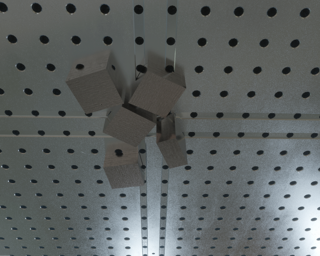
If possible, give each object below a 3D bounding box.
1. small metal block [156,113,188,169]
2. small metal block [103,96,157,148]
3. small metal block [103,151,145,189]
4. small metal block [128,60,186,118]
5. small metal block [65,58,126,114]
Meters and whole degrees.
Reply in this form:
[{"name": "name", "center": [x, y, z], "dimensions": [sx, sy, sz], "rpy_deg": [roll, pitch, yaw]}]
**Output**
[{"name": "small metal block", "center": [0.016, 0.017, 0.410], "dimensions": [0.025, 0.050, 0.050], "rpy_deg": [-16, 129, 12]}, {"name": "small metal block", "center": [-0.039, -0.008, 0.405], "dimensions": [0.050, 0.025, 0.050], "rpy_deg": [27, 125, -22]}, {"name": "small metal block", "center": [-0.053, 0.064, 0.465], "dimensions": [0.050, 0.025, 0.050], "rpy_deg": [-7, 130, 5]}, {"name": "small metal block", "center": [-0.004, -0.046, 0.373], "dimensions": [0.050, 0.025, 0.050], "rpy_deg": [22, 127, -18]}, {"name": "small metal block", "center": [-0.075, -0.049, 0.369], "dimensions": [0.050, 0.025, 0.050], "rpy_deg": [-15, 129, 12]}]
